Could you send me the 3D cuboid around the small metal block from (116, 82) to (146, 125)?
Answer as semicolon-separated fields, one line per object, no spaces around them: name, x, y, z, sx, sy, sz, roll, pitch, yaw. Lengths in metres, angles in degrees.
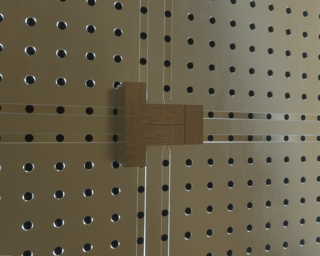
small metal block;-0.037;-0.029;0.386;0.025;0.050;0.050;0;90;-20

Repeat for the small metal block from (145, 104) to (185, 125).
small metal block;-0.001;-0.017;0.399;0.050;0.050;0.025;0;90;-20

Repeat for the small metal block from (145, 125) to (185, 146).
small metal block;-0.001;0.008;0.399;0.050;0.050;0.025;0;90;-20

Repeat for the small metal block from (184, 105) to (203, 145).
small metal block;0.035;-0.004;0.412;0.025;0.050;0.050;0;90;-20

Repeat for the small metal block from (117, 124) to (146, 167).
small metal block;-0.037;0.021;0.386;0.025;0.050;0.050;0;90;-20
